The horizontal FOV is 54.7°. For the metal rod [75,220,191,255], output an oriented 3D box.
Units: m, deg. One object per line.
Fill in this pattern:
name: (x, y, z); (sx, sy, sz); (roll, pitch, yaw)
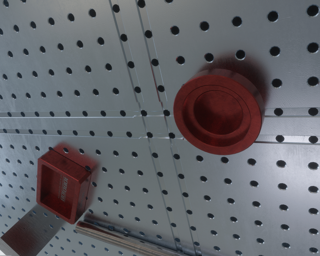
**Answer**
metal rod: (-0.023, 0.219, 0.558); (0.301, 0.025, 0.025); (10, 123, 23)

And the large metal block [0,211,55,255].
large metal block: (-0.299, 0.248, 0.687); (0.080, 0.080, 0.050); (46, 129, -4)

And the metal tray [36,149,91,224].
metal tray: (-0.181, 0.111, 0.572); (0.090, 0.030, 0.129); (27, 128, 10)

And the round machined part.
round machined part: (0.068, -0.021, 0.351); (0.098, 0.042, 0.097); (13, 124, 21)
